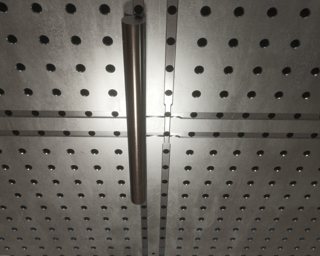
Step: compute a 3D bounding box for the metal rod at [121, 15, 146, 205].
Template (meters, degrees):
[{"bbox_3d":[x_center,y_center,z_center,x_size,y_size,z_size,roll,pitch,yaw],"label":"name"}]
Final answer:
[{"bbox_3d":[-0.031,0.003,0.413,0.025,0.025,0.298,1,130,-1],"label":"metal rod"}]
